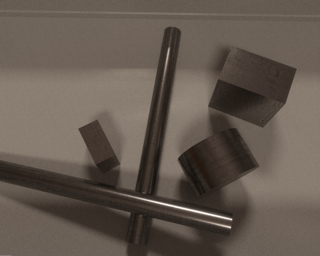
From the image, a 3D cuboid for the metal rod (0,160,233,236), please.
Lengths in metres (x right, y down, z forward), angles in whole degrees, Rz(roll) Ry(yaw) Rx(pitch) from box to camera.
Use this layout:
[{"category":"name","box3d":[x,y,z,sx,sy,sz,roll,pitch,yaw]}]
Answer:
[{"category":"metal rod","box3d":[-0.070,0.076,0.360,0.301,0.025,0.025,10,70,11]}]

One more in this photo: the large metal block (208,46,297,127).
[{"category":"large metal block","box3d":[0.115,-0.050,0.400,0.080,0.080,0.050,22,72,7]}]

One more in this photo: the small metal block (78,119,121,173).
[{"category":"small metal block","box3d":[-0.074,0.024,0.387,0.025,0.050,0.050,-27,73,-10]}]

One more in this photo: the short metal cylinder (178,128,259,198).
[{"category":"short metal cylinder","box3d":[0.068,0.042,0.366,0.080,0.080,0.050,-24,72,-9]}]

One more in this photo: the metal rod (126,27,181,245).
[{"category":"metal rod","box3d":[-0.004,-0.004,0.411,0.025,0.025,0.299,9,70,3]}]
